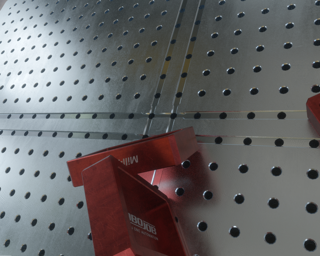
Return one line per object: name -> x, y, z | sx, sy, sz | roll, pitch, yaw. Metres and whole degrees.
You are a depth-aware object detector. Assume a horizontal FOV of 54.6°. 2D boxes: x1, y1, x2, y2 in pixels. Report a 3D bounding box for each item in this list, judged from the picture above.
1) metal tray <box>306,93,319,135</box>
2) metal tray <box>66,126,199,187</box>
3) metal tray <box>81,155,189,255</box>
metal tray -> 0.224, -0.015, 0.296 | 0.130, 0.030, 0.090 | -25, 53, 12
metal tray -> -0.029, 0.032, 0.362 | 0.130, 0.090, 0.030 | -15, 91, 20
metal tray -> -0.017, 0.092, 0.295 | 0.030, 0.130, 0.090 | -29, 52, 10
